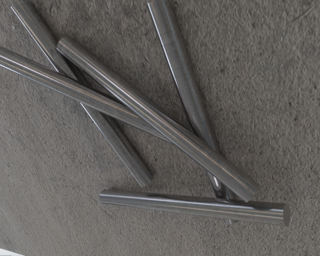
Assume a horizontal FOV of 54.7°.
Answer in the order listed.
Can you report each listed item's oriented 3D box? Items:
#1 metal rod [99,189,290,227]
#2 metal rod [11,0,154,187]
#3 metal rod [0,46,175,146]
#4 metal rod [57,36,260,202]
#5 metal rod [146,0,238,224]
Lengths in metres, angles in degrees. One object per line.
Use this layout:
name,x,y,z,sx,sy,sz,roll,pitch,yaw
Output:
metal rod,0.024,0.107,0.437,0.300,0.025,0.025,-5,116,38
metal rod,-0.101,-0.040,0.435,0.025,0.025,0.299,-25,105,37
metal rod,-0.100,-0.045,0.404,0.301,0.025,0.025,24,128,2
metal rod,-0.010,-0.018,0.378,0.300,0.025,0.025,39,129,11
metal rod,0.048,-0.005,0.378,0.025,0.025,0.299,-8,115,32
